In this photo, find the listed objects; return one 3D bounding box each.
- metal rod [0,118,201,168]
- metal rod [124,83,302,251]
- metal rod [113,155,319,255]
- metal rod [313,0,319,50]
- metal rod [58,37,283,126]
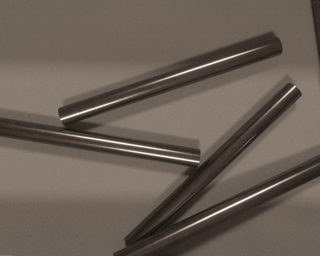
[{"bbox_3d":[-0.098,0.017,0.410,0.302,0.025,0.025,9,90,-1],"label":"metal rod"},{"bbox_3d":[0.070,0.052,0.412,0.300,0.025,0.025,-43,91,-1],"label":"metal rod"},{"bbox_3d":[0.085,0.107,0.399,0.302,0.025,0.025,-24,90,-6],"label":"metal rod"},{"bbox_3d":[0.240,-0.024,0.414,0.025,0.025,0.298,-8,90,0],"label":"metal rod"},{"bbox_3d":[0.014,-0.062,0.411,0.302,0.025,0.025,-18,90,-1],"label":"metal rod"}]
